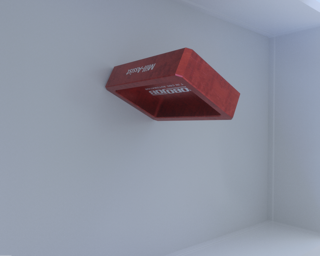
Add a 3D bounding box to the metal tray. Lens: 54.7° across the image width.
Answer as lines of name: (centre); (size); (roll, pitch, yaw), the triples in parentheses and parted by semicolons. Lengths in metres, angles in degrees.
metal tray: (0.010, -0.041, 0.349); (0.090, 0.130, 0.030); (32, 70, -36)
